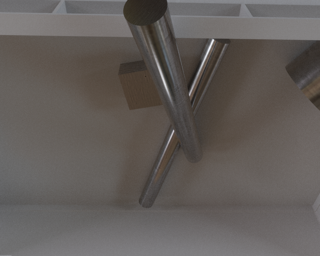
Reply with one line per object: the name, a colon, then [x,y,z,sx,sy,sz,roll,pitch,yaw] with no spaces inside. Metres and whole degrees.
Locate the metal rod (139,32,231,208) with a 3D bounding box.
metal rod: [0.020,0.013,0.420,0.025,0.025,0.298,13,129,-11]

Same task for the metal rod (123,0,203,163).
metal rod: [0.021,-0.014,0.308,0.025,0.025,0.300,-10,158,8]

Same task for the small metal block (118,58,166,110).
small metal block: [-0.017,-0.052,0.365,0.050,0.025,0.050,-9,130,7]

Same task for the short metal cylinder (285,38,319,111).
short metal cylinder: [0.182,-0.053,0.331,0.080,0.080,0.050,32,123,-25]
